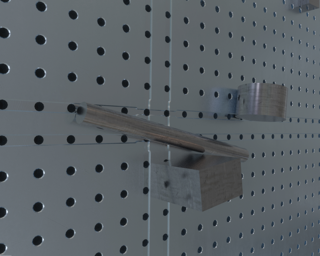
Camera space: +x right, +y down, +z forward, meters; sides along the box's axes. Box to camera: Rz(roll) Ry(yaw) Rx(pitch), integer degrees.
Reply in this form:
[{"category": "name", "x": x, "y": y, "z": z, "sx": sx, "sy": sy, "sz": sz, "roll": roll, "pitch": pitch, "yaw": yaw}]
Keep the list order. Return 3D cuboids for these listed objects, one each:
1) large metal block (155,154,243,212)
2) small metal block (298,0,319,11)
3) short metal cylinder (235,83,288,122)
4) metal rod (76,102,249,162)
[{"category": "large metal block", "x": 0.052, "y": 0.069, "z": 0.417, "sx": 0.081, "sy": 0.080, "sz": 0.050, "roll": -9, "pitch": 96, "yaw": -40}, {"category": "small metal block", "x": 0.328, "y": -0.291, "z": 0.683, "sx": 0.050, "sy": 0.025, "sz": 0.050, "roll": -3, "pitch": 92, "yaw": -40}, {"category": "short metal cylinder", "x": 0.168, "y": -0.041, "z": 0.514, "sx": 0.081, "sy": 0.080, "sz": 0.050, "roll": 10, "pitch": 84, "yaw": -40}, {"category": "metal rod", "x": 0.028, "y": 0.015, "z": 0.432, "sx": 0.302, "sy": 0.025, "sz": 0.025, "roll": 16, "pitch": 80, "yaw": -39}]
